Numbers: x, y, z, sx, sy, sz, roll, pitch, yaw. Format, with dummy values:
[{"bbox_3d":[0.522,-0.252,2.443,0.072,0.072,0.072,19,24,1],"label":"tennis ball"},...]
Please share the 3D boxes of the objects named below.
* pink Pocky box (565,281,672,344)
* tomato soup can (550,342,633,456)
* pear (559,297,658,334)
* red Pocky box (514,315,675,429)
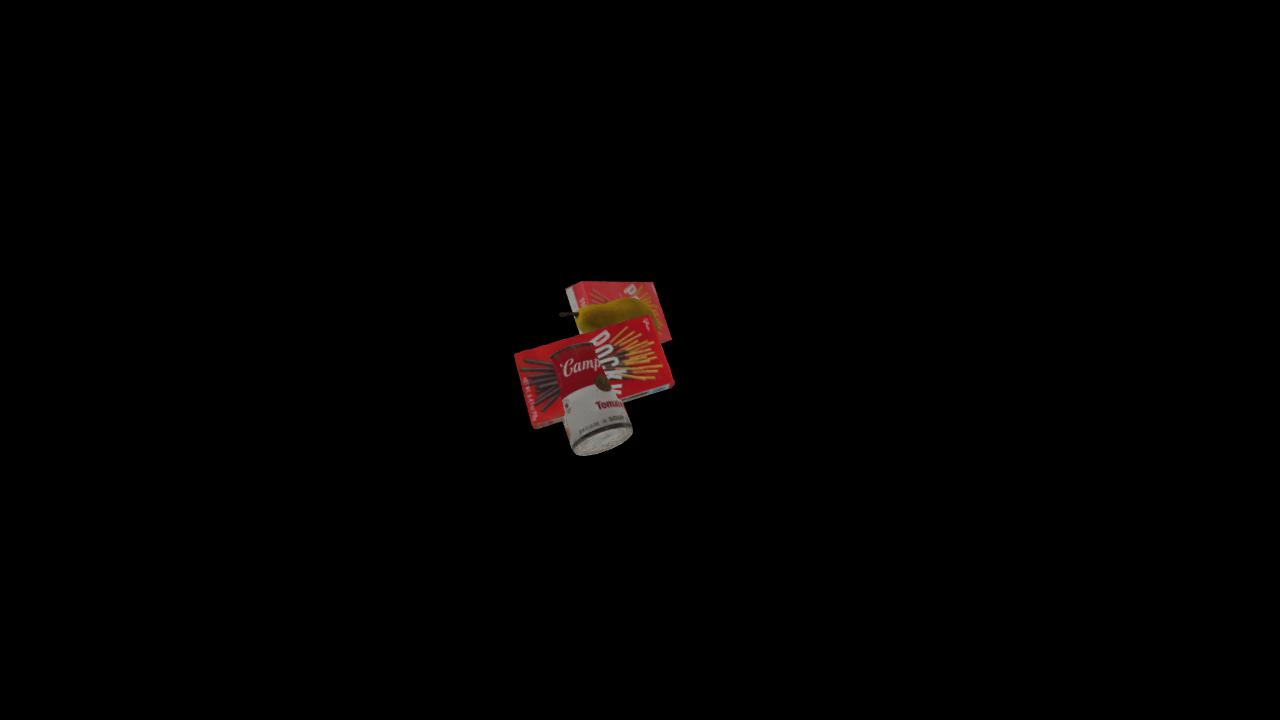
[{"bbox_3d":[-0.021,-0.054,0.758,0.029,0.084,0.155,-22,-7,34],"label":"pink Pocky box"},{"bbox_3d":[-0.054,0.041,0.644,0.068,0.101,0.068,-18,-23,-8],"label":"tomato soup can"},{"bbox_3d":[-0.034,-0.042,0.686,0.111,0.080,0.080,25,-17,-39],"label":"pear"},{"bbox_3d":[-0.048,0.011,0.648,0.155,0.083,0.028,-17,-19,-6],"label":"red Pocky box"}]
